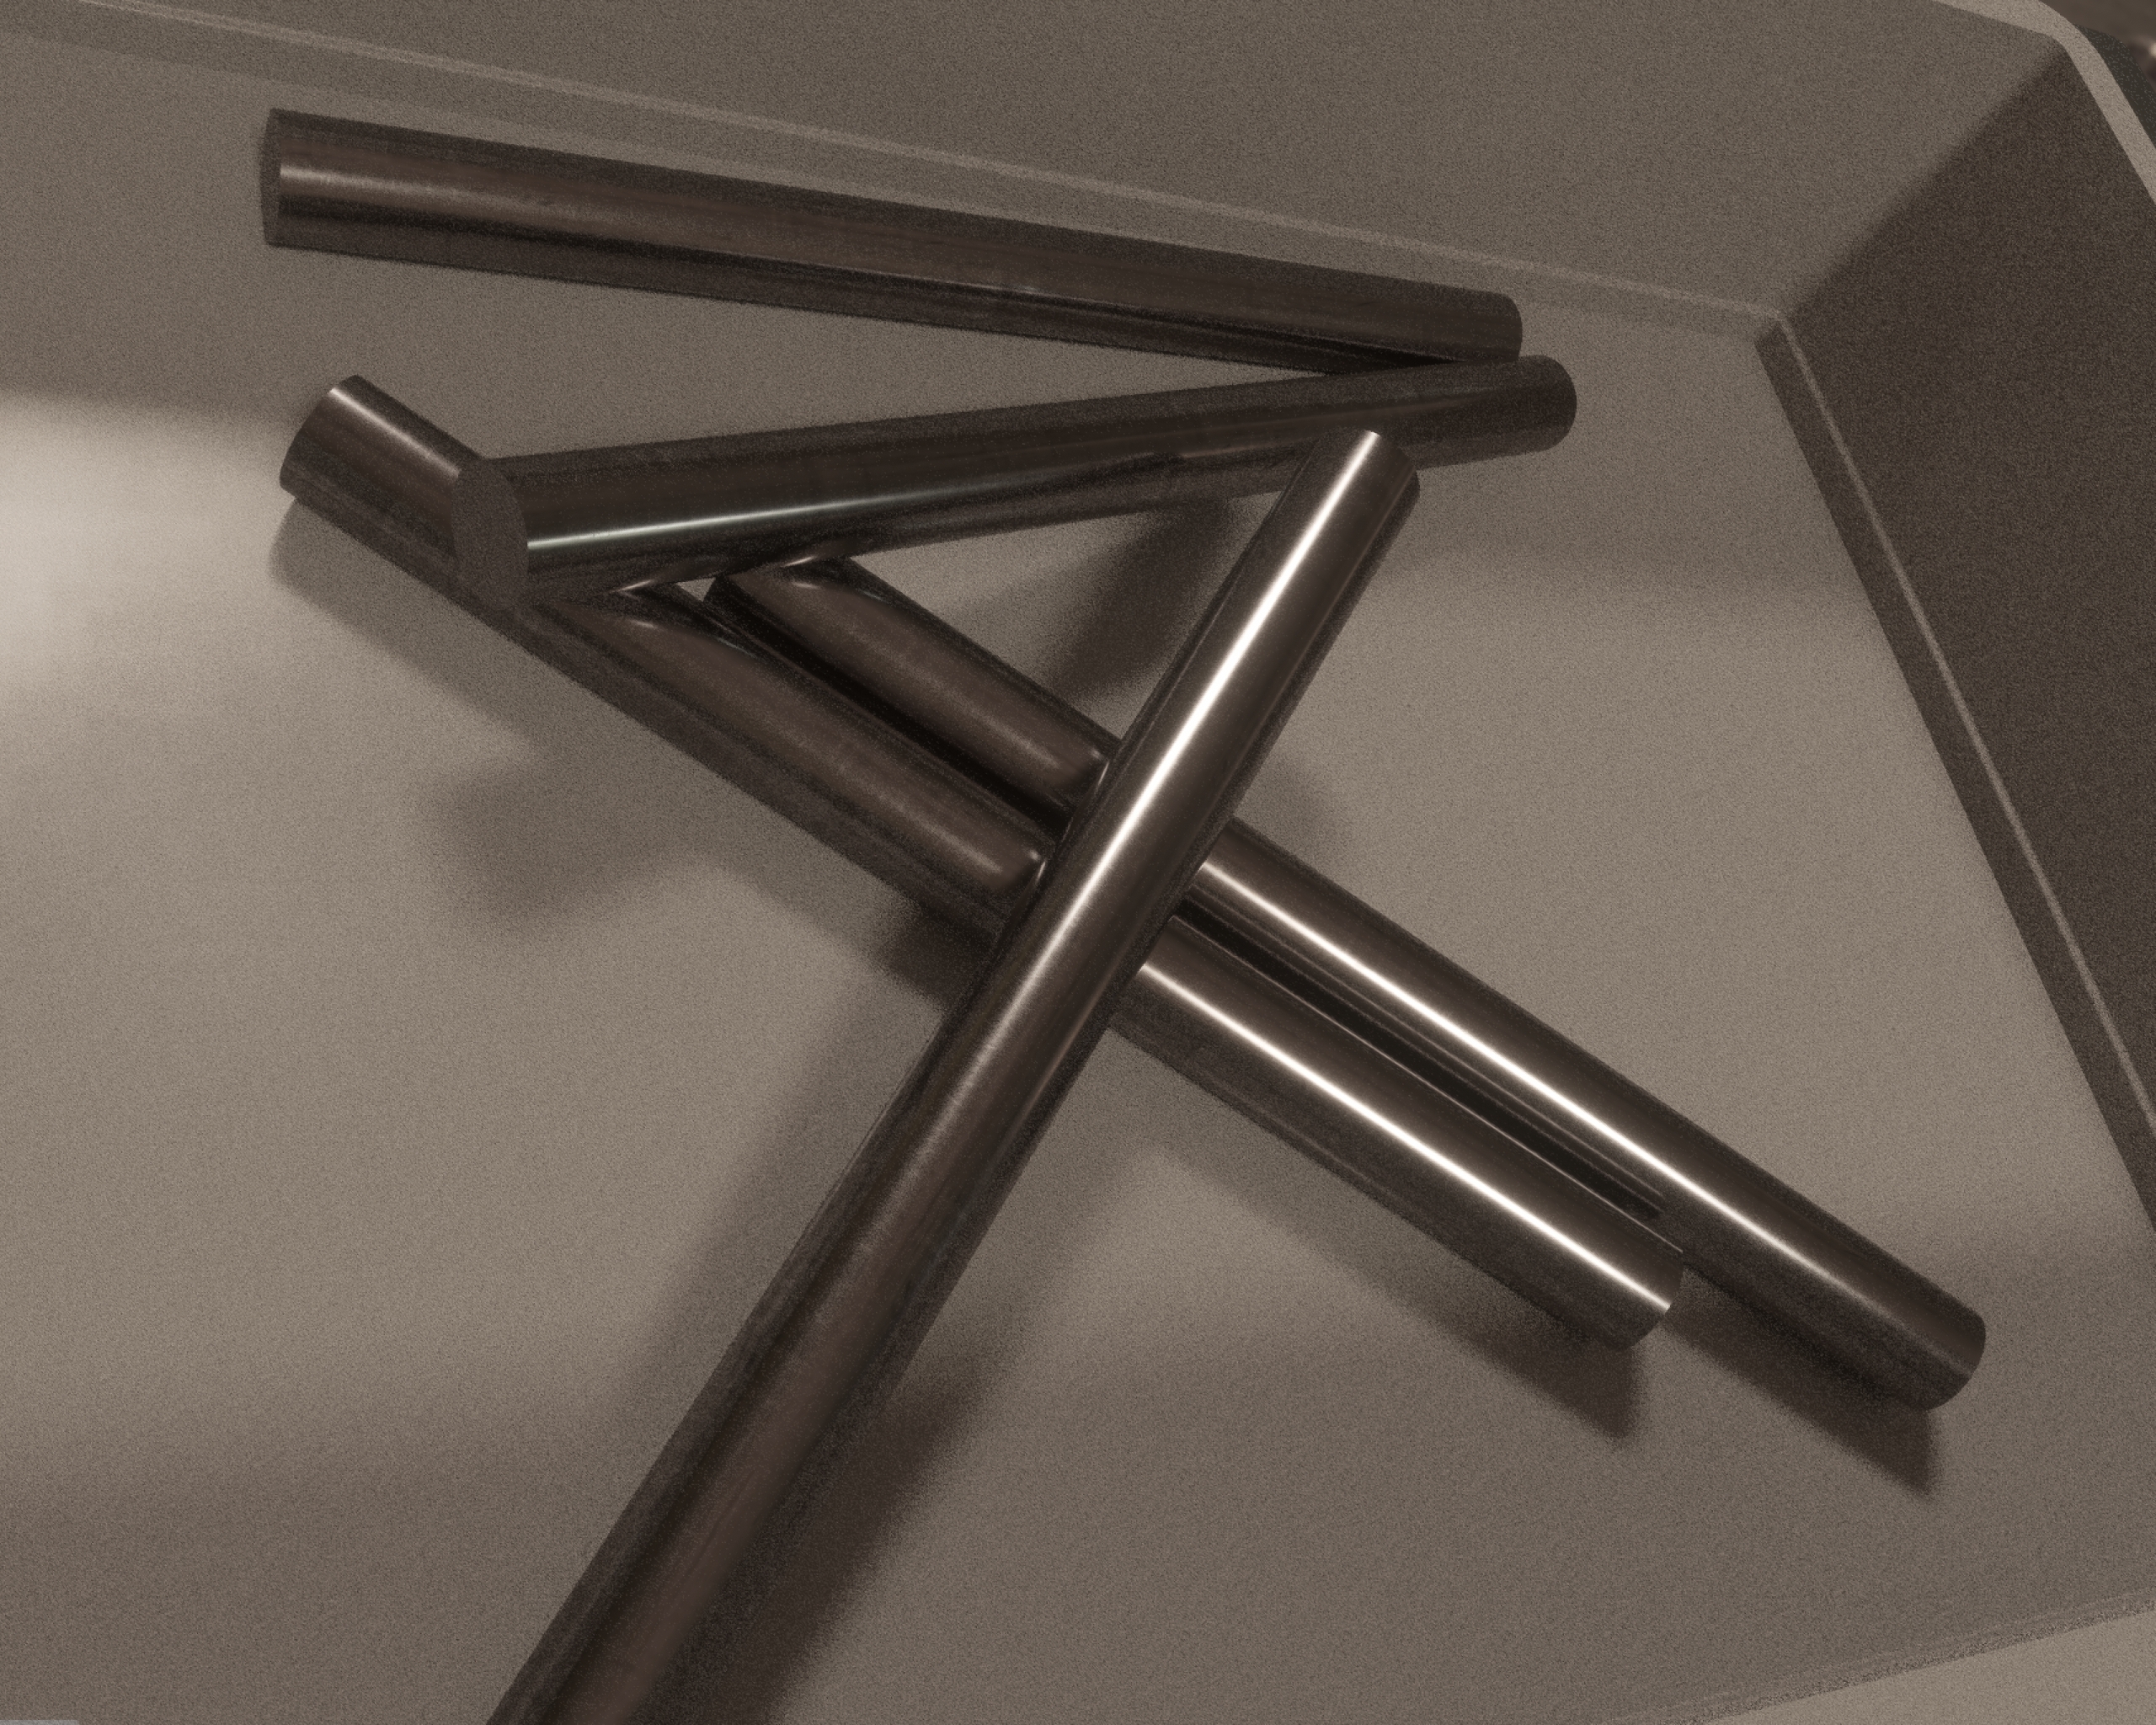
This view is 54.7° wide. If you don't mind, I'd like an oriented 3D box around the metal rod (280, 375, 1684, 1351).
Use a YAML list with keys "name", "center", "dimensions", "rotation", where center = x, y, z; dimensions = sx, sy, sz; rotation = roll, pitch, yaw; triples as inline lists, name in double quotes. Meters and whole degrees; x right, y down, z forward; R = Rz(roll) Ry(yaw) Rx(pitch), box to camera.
- name: "metal rod"
  center: [-0.013, 0.004, 0.397]
  dimensions: [0.301, 0.025, 0.025]
  rotation: [33, 51, -7]

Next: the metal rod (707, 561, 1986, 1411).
- name: "metal rod"
  center: [0.058, 0.023, 0.424]
  dimensions: [0.301, 0.025, 0.025]
  rotation: [33, 51, -7]

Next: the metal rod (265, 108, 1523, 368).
- name: "metal rod"
  center: [-0.023, -0.135, 0.476]
  dimensions: [0.303, 0.025, 0.025]
  rotation: [-1, 62, -29]

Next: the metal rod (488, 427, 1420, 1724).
- name: "metal rod"
  center: [-0.009, 0.028, 0.358]
  dimensions: [0.025, 0.025, 0.301]
  rotation: [36, 59, -5]

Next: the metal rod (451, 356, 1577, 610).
- name: "metal rod"
  center: [0.011, -0.087, 0.446]
  dimensions: [0.302, 0.025, 0.025]
  rotation: [-17, 71, -41]
